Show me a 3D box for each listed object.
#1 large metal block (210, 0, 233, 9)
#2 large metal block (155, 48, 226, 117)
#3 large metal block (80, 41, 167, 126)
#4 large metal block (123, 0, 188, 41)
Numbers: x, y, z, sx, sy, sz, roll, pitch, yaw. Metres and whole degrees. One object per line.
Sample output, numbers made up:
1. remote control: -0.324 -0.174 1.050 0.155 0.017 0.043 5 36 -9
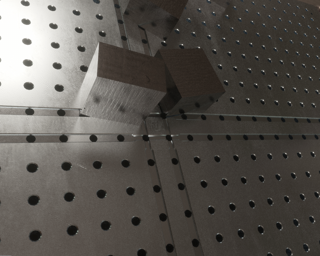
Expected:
1. large metal block: 0.121 -0.311 0.650 0.080 0.050 0.080 23 53 -15
2. large metal block: 0.036 -0.069 0.455 0.081 0.050 0.080 -11 68 -33
3. large metal block: -0.047 -0.050 0.379 0.081 0.080 0.050 11 57 -23
4. large metal block: -0.004 -0.206 0.517 0.080 0.050 0.080 29 52 -10
